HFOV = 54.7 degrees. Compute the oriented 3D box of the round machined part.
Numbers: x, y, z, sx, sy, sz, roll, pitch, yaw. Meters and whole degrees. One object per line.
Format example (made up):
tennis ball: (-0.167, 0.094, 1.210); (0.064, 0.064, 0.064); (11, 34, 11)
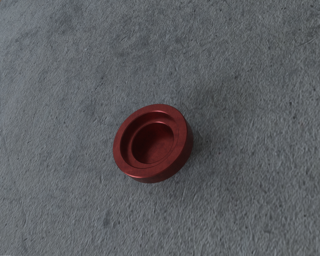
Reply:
round machined part: (-0.005, 0.022, 0.382); (0.098, 0.042, 0.098); (-13, 56, 20)
